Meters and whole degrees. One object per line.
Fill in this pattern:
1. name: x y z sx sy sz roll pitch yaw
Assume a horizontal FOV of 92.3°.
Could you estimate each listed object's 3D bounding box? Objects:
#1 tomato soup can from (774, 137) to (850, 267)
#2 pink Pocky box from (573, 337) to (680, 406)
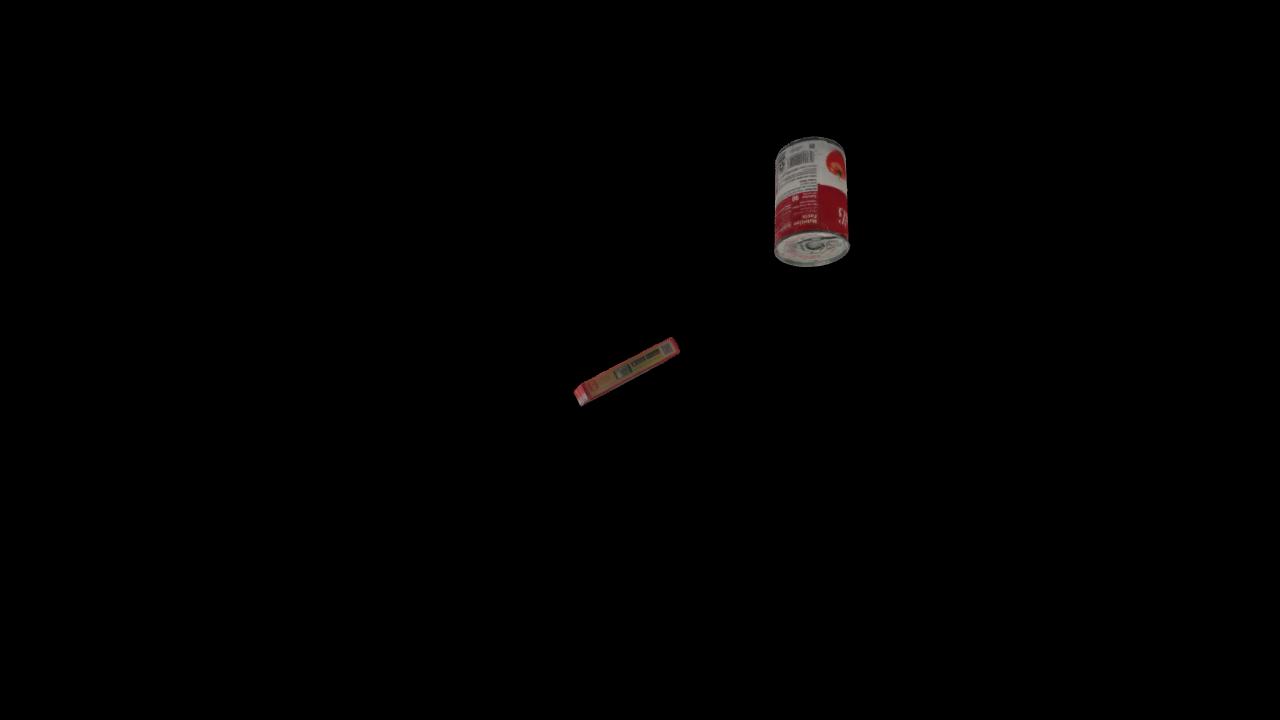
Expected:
1. tomato soup can: 0.160 -0.148 0.579 0.068 0.101 0.068 3 -18 1
2. pink Pocky box: -0.021 0.018 0.905 0.155 0.029 0.084 -27 -2 -17
